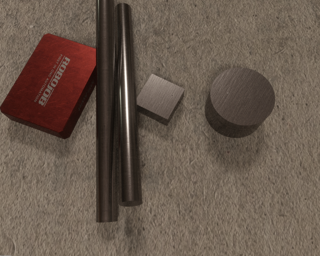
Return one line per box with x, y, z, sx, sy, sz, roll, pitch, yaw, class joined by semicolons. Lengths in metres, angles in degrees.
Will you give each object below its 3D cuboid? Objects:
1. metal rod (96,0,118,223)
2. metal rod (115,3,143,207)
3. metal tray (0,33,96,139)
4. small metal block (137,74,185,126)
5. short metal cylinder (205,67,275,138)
-0.070;-0.035;0.399;0.025;0.025;0.299;-2;78;-1;metal rod
-0.044;-0.050;0.404;0.025;0.025;0.299;-4;62;-2;metal rod
-0.143;-0.060;0.425;0.090;0.030;0.130;19;71;6;metal tray
-0.001;-0.038;0.422;0.050;0.025;0.050;27;72;9;small metal block
0.103;-0.032;0.408;0.081;0.050;0.080;0;70;0;short metal cylinder
